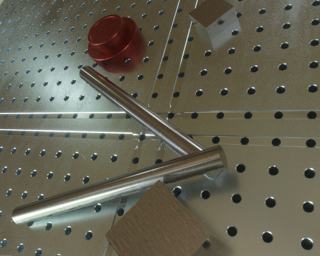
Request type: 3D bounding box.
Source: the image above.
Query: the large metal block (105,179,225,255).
[{"bbox_3d":[0.005,0.115,0.318,0.080,0.050,0.080,-46,51,-4],"label":"large metal block"}]

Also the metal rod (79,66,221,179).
[{"bbox_3d":[-0.032,-0.024,0.438,0.025,0.025,0.300,-49,52,-6],"label":"metal rod"}]

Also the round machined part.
[{"bbox_3d":[-0.085,-0.157,0.536,0.098,0.042,0.098,-13,56,20],"label":"round machined part"}]

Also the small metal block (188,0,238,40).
[{"bbox_3d":[0.080,-0.169,0.469,0.050,0.025,0.050,-37,51,3],"label":"small metal block"}]

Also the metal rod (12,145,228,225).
[{"bbox_3d":[-0.066,0.076,0.377,0.300,0.025,0.025,-20,54,22],"label":"metal rod"}]
